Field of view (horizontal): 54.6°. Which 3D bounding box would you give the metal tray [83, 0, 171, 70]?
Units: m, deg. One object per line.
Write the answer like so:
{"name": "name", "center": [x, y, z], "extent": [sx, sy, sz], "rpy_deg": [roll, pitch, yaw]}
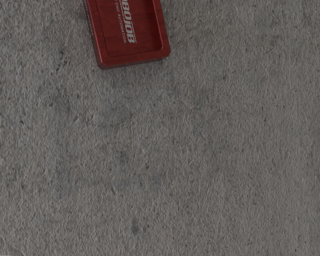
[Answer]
{"name": "metal tray", "center": [-0.045, -0.145, 0.389], "extent": [0.091, 0.030, 0.129], "rpy_deg": [-14, 95, -20]}
